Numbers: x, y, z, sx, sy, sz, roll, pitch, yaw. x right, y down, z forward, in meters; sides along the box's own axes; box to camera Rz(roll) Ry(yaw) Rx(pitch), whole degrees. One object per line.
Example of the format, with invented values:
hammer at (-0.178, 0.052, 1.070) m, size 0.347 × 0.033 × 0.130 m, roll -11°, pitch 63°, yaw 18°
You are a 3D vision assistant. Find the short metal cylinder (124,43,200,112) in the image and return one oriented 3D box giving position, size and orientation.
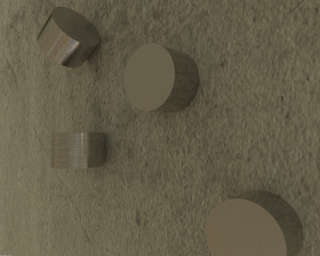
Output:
short metal cylinder at (0.001, -0.060, 0.386) m, size 0.080 × 0.050 × 0.079 m, roll 0°, pitch 90°, yaw 39°

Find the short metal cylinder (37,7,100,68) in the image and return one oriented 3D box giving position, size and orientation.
short metal cylinder at (-0.142, -0.141, 0.483) m, size 0.050 × 0.081 × 0.080 m, roll -42°, pitch 65°, yaw 32°

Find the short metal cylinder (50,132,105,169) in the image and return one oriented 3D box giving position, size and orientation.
short metal cylinder at (-0.125, 0.032, 0.469) m, size 0.080 × 0.081 × 0.050 m, roll -1°, pitch 90°, yaw 39°

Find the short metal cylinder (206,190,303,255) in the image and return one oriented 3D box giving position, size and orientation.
short metal cylinder at (0.094, 0.106, 0.310) m, size 0.080 × 0.050 × 0.079 m, roll 0°, pitch 90°, yaw 39°
